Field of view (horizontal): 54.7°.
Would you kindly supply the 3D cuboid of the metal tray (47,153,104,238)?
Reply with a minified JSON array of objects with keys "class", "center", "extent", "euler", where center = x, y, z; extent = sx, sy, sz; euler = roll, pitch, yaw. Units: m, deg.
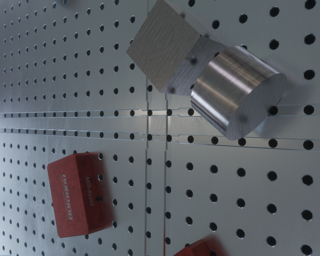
[{"class":"metal tray","center":[-0.146,0.115,0.527],"extent":[0.090,0.030,0.129],"euler":[-22,76,38]}]

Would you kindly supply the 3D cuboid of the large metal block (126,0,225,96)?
[{"class":"large metal block","center":[0.016,-0.098,0.380],"extent":[0.080,0.050,0.080],"euler":[52,120,27]}]

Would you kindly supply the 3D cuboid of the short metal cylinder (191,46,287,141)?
[{"class":"short metal cylinder","center":[0.078,-0.034,0.309],"extent":[0.050,0.081,0.080],"euler":[46,117,30]}]

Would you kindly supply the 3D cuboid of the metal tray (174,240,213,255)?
[{"class":"metal tray","center":[0.048,0.214,0.366],"extent":[0.090,0.030,0.130],"euler":[-47,62,29]}]
